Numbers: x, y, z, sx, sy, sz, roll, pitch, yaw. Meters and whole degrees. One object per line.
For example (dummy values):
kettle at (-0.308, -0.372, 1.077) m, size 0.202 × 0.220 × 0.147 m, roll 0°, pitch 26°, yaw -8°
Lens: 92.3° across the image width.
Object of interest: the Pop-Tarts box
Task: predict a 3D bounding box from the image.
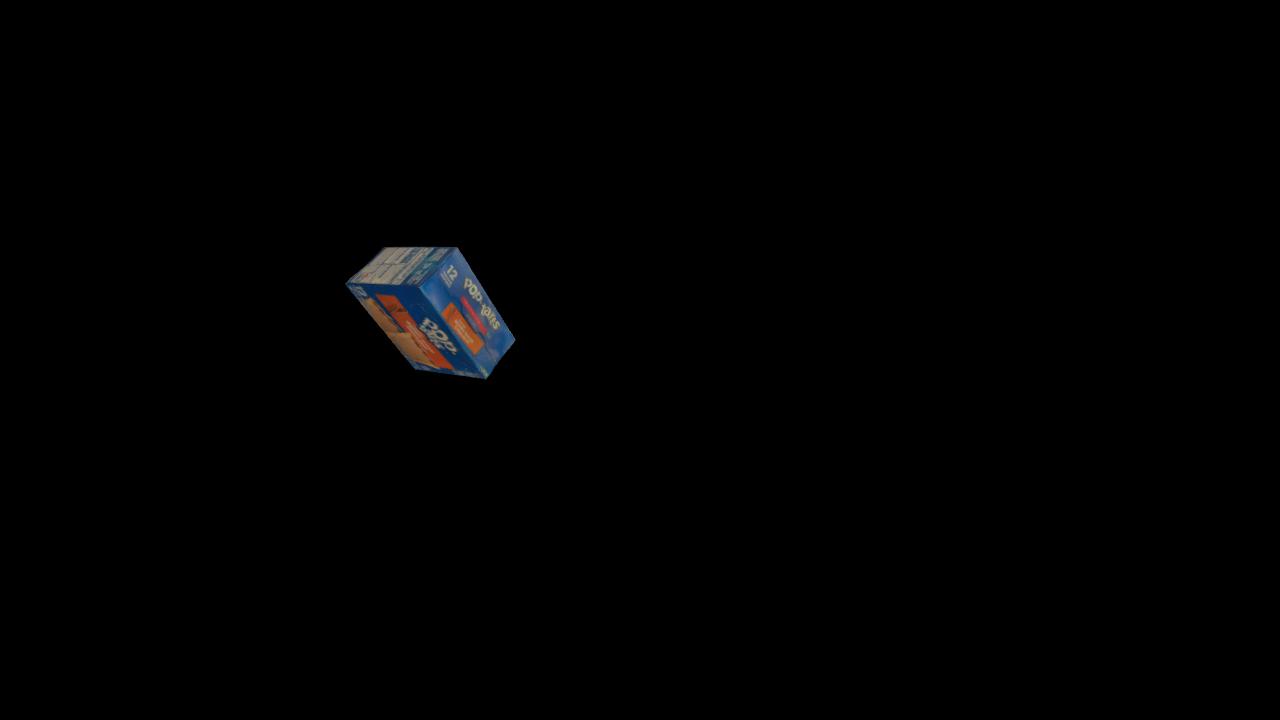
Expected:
Pop-Tarts box at (-0.275, -0.062, 0.823) m, size 0.141 × 0.083 × 0.167 m, roll 6°, pitch -40°, yaw 29°
